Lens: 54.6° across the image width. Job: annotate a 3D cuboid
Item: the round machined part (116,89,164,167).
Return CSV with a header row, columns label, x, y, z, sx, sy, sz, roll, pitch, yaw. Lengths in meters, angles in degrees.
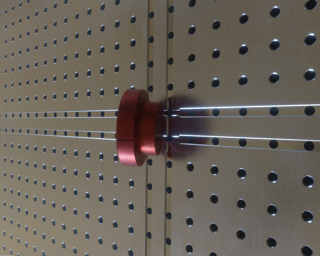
label,x,y,z,sx,sy,sz,roll,pitch,yaw
round machined part,-0.020,0.000,0.392,0.042,0.098,0.097,3,92,9
